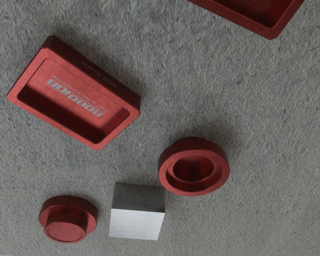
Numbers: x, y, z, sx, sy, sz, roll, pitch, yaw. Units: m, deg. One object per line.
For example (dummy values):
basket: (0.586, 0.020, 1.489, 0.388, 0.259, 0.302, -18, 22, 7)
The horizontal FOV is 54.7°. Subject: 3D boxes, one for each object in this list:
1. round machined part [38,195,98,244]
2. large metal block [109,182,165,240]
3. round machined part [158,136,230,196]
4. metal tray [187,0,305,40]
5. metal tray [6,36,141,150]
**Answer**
round machined part: (-0.158, 0.162, 0.532, 0.099, 0.042, 0.097, -1, 130, 0)
large metal block: (-0.038, 0.138, 0.508, 0.081, 0.050, 0.079, 6, 130, -6)
round machined part: (0.046, 0.050, 0.440, 0.099, 0.042, 0.097, -1, 130, 0)
metal tray: (0.074, -0.147, 0.279, 0.131, 0.030, 0.089, 19, 128, -16)
metal tray: (-0.099, -0.035, 0.372, 0.130, 0.030, 0.090, 35, 122, -26)
